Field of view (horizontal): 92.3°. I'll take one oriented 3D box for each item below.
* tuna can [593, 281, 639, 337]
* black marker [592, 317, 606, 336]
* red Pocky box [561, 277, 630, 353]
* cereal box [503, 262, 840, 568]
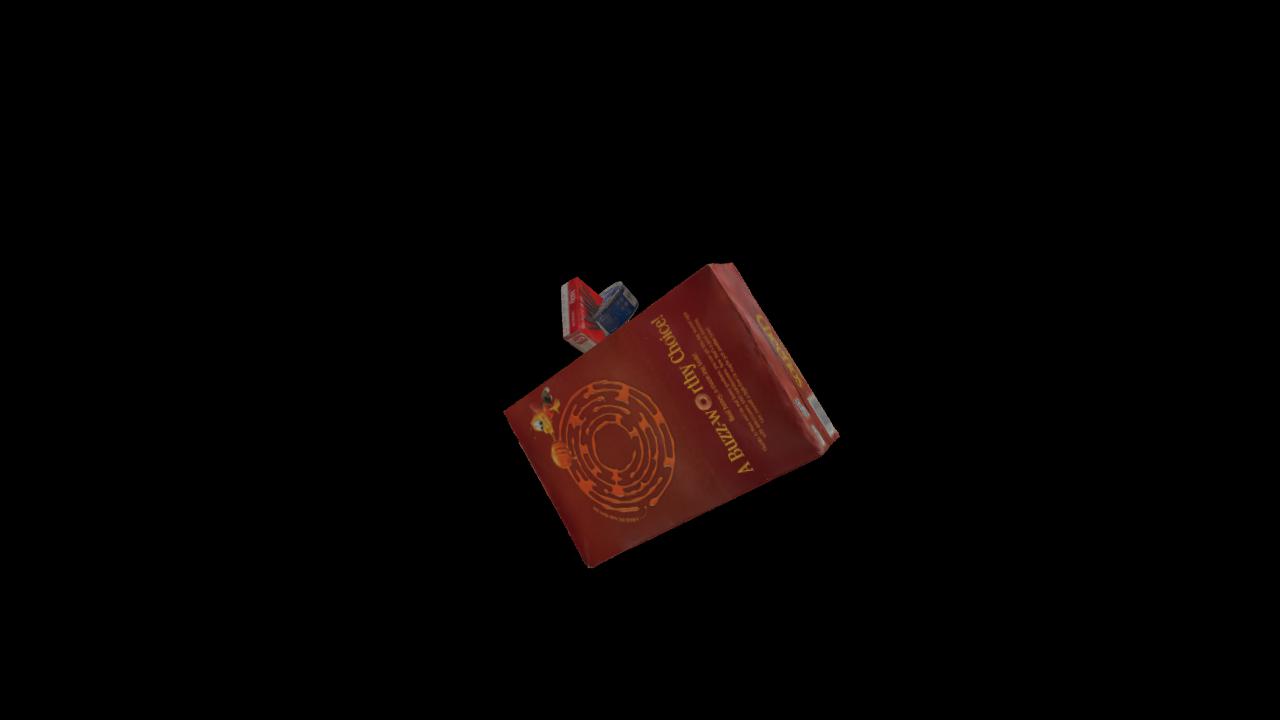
[{"bbox_3d":[-0.042,-0.053,0.724,0.034,0.084,0.084,47,-17,-17],"label":"tuna can"},{"bbox_3d":[0.023,0.001,0.699,0.020,0.020,0.121,0,13,-37],"label":"black marker"},{"bbox_3d":[-0.034,-0.026,0.731,0.028,0.083,0.155,-27,-41,24],"label":"red Pocky box"},{"bbox_3d":[0.017,0.066,0.642,0.306,0.203,0.081,-35,-9,29],"label":"cereal box"}]
